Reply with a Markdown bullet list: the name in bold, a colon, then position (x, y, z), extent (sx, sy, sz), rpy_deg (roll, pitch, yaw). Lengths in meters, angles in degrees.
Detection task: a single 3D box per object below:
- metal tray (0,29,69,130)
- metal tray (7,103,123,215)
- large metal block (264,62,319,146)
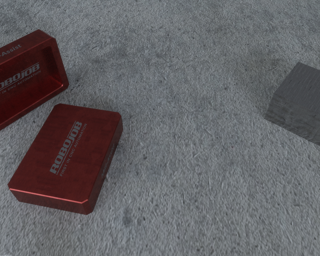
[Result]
- **metal tray**: position (-0.190, -0.061, 0.410), extent (0.030, 0.089, 0.131), rpy_deg (34, 58, 25)
- **metal tray**: position (-0.106, 0.031, 0.373), extent (0.090, 0.030, 0.130), rpy_deg (9, 51, 7)
- **large metal block**: position (0.201, -0.034, 0.417), extent (0.080, 0.050, 0.080), rpy_deg (31, 56, 23)
